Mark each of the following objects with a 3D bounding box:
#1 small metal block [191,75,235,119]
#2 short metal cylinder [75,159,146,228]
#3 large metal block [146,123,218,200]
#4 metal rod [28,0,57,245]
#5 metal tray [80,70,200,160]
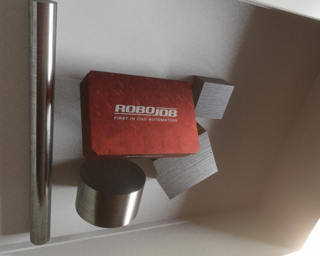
[{"bbox_3d":[0.066,-0.041,0.421,0.050,0.025,0.050,3,117,-30],"label":"small metal block"},{"bbox_3d":[-0.062,0.078,0.388,0.081,0.080,0.050,-1,119,-29],"label":"short metal cylinder"},{"bbox_3d":[0.027,0.040,0.434,0.080,0.050,0.080,-29,129,-10],"label":"large metal block"},{"bbox_3d":[-0.133,0.016,0.346,0.025,0.025,0.298,-3,120,-27],"label":"metal rod"},{"bbox_3d":[-0.021,-0.012,0.353,0.131,0.030,0.090,2,74,-30],"label":"metal tray"}]
